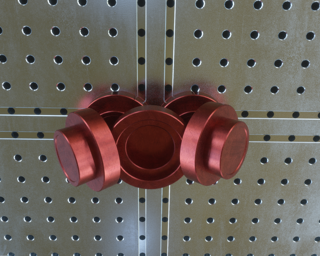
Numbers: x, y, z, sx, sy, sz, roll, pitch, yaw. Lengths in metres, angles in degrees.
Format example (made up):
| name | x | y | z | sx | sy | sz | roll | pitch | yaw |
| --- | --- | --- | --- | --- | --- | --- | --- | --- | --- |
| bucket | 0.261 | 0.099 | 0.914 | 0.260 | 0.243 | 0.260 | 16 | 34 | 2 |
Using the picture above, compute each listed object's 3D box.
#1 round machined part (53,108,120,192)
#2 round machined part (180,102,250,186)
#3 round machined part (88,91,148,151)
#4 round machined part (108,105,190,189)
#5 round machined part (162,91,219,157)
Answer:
| name | x | y | z | sx | sy | sz | roll | pitch | yaw |
| --- | --- | --- | --- | --- | --- | --- | --- | --- | --- |
| round machined part | -0.090 | 0.029 | 0.359 | 0.042 | 0.098 | 0.097 | -20 | 115 | -33 |
| round machined part | 0.069 | 0.021 | 0.359 | 0.042 | 0.099 | 0.097 | 17 | 116 | 37 |
| round machined part | -0.056 | 0.004 | 0.405 | 0.099 | 0.042 | 0.097 | 0 | 110 | -1 |
| round machined part | -0.011 | 0.019 | 0.365 | 0.099 | 0.042 | 0.097 | 0 | 110 | -1 |
| round machined part | 0.043 | 0.004 | 0.406 | 0.099 | 0.042 | 0.097 | 0 | 110 | -1 |
